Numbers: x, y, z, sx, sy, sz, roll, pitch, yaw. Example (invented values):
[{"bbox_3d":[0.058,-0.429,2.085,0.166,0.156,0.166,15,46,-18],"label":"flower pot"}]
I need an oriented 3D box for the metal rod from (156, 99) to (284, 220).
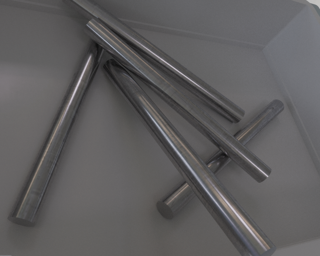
[{"bbox_3d":[0.104,0.028,0.444,0.302,0.025,0.025,-34,81,-38],"label":"metal rod"}]

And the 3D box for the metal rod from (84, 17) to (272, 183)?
[{"bbox_3d":[0.024,-0.035,0.405,0.300,0.025,0.025,41,51,-1],"label":"metal rod"}]

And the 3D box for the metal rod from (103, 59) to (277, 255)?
[{"bbox_3d":[0.006,0.007,0.328,0.025,0.025,0.300,-8,42,-32],"label":"metal rod"}]

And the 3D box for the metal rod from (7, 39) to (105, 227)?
[{"bbox_3d":[-0.103,-0.034,0.370,0.025,0.025,0.300,22,53,-15],"label":"metal rod"}]

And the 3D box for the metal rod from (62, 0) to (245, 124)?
[{"bbox_3d":[0.001,-0.097,0.444,0.301,0.025,0.025,33,51,-15],"label":"metal rod"}]
